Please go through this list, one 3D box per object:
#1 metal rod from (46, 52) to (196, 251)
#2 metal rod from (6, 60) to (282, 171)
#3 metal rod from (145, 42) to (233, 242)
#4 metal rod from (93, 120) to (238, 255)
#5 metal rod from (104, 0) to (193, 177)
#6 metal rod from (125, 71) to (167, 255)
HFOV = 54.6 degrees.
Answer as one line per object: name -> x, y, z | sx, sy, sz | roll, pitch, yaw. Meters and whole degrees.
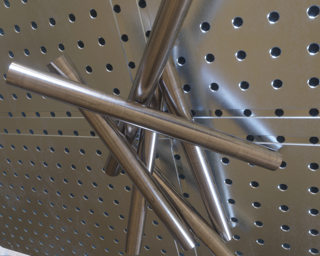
metal rod -> -0.034, 0.045, 0.379 | 0.025, 0.025, 0.299 | -16, 118, 34
metal rod -> -0.003, -0.007, 0.332 | 0.302, 0.025, 0.025 | 18, 130, -13
metal rod -> 0.045, 0.035, 0.393 | 0.025, 0.025, 0.299 | -5, 121, 30
metal rod -> 0.009, 0.087, 0.441 | 0.300, 0.025, 0.025 | 48, 129, 2
metal rod -> -0.021, -0.036, 0.341 | 0.025, 0.025, 0.298 | 33, 135, 7
metal rod -> -0.019, 0.044, 0.409 | 0.025, 0.025, 0.298 | 16, 113, 19
